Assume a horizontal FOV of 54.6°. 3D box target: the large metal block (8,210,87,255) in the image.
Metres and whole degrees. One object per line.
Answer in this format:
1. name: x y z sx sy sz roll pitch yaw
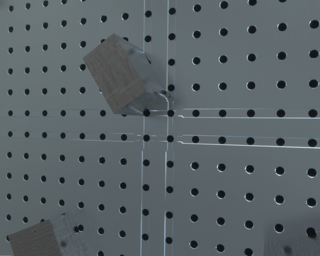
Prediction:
1. large metal block: -0.164 0.178 0.458 0.080 0.050 0.080 -24 82 18

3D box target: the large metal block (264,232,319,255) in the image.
1. large metal block: 0.158 0.153 0.327 0.080 0.080 0.050 -21 83 19

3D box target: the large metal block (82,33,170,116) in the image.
1. large metal block: -0.040 -0.064 0.398 0.050 0.080 0.080 -34 79 17
